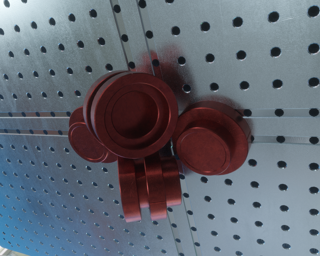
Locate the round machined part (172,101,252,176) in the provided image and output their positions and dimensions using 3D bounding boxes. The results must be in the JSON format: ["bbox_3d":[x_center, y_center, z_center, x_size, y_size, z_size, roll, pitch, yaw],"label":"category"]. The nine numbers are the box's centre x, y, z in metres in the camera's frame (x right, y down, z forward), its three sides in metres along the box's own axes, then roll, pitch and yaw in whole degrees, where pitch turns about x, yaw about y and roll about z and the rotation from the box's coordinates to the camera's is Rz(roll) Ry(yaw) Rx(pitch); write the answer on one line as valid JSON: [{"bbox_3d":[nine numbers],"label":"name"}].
[{"bbox_3d":[0.059,0.019,0.382,0.098,0.042,0.097,13,124,21],"label":"round machined part"}]

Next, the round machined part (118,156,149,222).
[{"bbox_3d":[-0.030,0.075,0.421,0.042,0.098,0.097,-7,120,-4],"label":"round machined part"}]

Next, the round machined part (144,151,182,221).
[{"bbox_3d":[0.003,0.073,0.420,0.042,0.098,0.097,-7,120,-4],"label":"round machined part"}]

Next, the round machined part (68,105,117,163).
[{"bbox_3d":[-0.095,0.012,0.458,0.098,0.042,0.097,13,124,21],"label":"round machined part"}]

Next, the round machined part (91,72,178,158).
[{"bbox_3d":[-0.032,-0.017,0.362,0.042,0.099,0.098,31,144,63],"label":"round machined part"}]

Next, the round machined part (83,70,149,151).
[{"bbox_3d":[-0.047,-0.024,0.390,0.042,0.099,0.098,31,144,63],"label":"round machined part"}]
